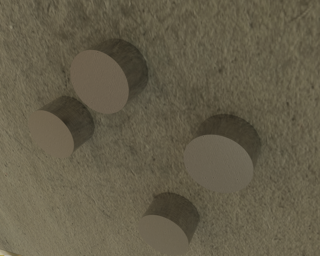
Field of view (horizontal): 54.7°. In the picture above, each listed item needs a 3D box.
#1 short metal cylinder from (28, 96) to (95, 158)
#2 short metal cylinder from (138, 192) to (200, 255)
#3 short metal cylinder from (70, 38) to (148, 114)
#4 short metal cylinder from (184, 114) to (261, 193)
[{"bbox_3d":[-0.147,-0.002,0.465,0.080,0.050,0.079,13,124,20],"label":"short metal cylinder"},{"bbox_3d":[0.014,0.146,0.472,0.080,0.050,0.079,13,124,20],"label":"short metal cylinder"},{"bbox_3d":[-0.062,-0.064,0.382,0.080,0.050,0.079,13,124,20],"label":"short metal cylinder"},{"bbox_3d":[0.075,0.030,0.369,0.080,0.050,0.079,13,124,20],"label":"short metal cylinder"}]
